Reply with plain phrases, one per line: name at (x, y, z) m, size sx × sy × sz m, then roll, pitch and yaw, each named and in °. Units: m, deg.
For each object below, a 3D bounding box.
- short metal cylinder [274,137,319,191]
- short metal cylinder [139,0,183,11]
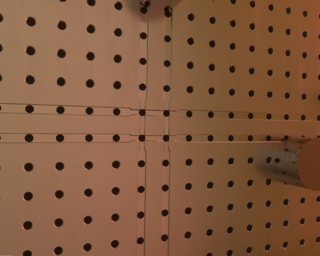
short metal cylinder at (0.228, 0.054, 0.486) m, size 0.081 × 0.050 × 0.079 m, roll 0°, pitch 90°, yaw -20°
short metal cylinder at (0.006, -0.201, 0.402) m, size 0.081 × 0.050 × 0.079 m, roll 0°, pitch 90°, yaw -21°
